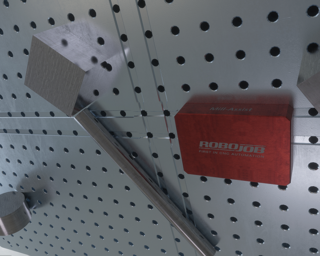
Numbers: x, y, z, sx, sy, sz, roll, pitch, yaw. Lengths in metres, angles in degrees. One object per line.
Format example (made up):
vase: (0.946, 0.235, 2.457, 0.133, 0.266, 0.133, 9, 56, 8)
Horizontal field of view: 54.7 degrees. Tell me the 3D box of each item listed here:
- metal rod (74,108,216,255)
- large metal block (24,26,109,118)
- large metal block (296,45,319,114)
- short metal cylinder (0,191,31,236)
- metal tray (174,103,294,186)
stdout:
metal rod: (-0.019, 0.089, 0.476, 0.300, 0.025, 0.025, 48, 129, -6)
large metal block: (-0.127, -0.075, 0.415, 0.080, 0.050, 0.079, 35, 129, 5)
large metal block: (0.167, -0.053, 0.255, 0.050, 0.080, 0.080, 48, 129, -6)
short metal cylinder: (-0.321, 0.180, 0.657, 0.080, 0.080, 0.050, 8, 122, 24)
metal tray: (0.088, 0.018, 0.372, 0.130, 0.030, 0.089, 3, 120, 26)
